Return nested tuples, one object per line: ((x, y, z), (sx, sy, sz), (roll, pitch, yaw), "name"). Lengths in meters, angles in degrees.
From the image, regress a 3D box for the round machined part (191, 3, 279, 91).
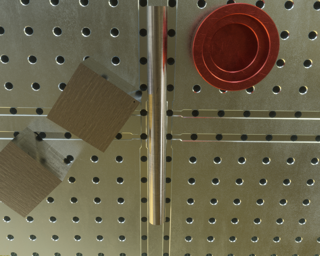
((0.086, -0.096, 0.370), (0.099, 0.042, 0.097), (0, 110, 0), "round machined part")

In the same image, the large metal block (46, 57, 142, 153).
((-0.079, -0.030, 0.388), (0.080, 0.050, 0.080), (34, 107, -12), "large metal block")

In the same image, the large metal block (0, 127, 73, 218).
((-0.182, 0.060, 0.420), (0.080, 0.050, 0.080), (-43, 105, 14), "large metal block")

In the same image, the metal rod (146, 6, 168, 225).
((-0.004, -0.002, 0.412), (0.025, 0.025, 0.298), (0, 110, 0), "metal rod")
